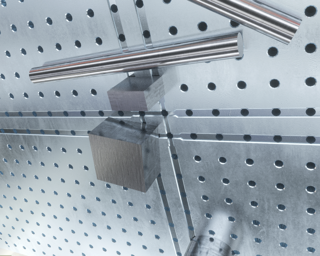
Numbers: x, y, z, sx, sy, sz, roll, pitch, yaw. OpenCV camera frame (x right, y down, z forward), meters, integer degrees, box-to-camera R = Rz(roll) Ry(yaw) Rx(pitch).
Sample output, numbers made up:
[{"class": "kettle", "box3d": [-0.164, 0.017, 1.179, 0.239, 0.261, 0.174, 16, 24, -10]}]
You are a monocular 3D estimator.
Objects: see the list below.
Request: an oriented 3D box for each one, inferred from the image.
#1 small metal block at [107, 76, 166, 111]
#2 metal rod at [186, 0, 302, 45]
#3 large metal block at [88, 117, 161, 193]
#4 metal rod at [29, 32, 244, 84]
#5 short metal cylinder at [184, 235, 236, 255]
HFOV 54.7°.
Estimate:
[{"class": "small metal block", "box3d": [-0.028, -0.043, 0.382, 0.050, 0.050, 0.025, 3, 120, 26]}, {"class": "metal rod", "box3d": [-0.005, -0.159, 0.314, 0.301, 0.025, 0.025, 28, 128, 10]}, {"class": "large metal block", "box3d": [-0.048, 0.037, 0.441, 0.080, 0.050, 0.079, 11, 123, 22]}, {"class": "metal rod", "box3d": [-0.050, -0.081, 0.386, 0.300, 0.025, 0.025, -2, 118, 28]}, {"class": "short metal cylinder", "box3d": [0.076, 0.218, 0.489, 0.080, 0.050, 0.079, 13, 124, 20]}]
